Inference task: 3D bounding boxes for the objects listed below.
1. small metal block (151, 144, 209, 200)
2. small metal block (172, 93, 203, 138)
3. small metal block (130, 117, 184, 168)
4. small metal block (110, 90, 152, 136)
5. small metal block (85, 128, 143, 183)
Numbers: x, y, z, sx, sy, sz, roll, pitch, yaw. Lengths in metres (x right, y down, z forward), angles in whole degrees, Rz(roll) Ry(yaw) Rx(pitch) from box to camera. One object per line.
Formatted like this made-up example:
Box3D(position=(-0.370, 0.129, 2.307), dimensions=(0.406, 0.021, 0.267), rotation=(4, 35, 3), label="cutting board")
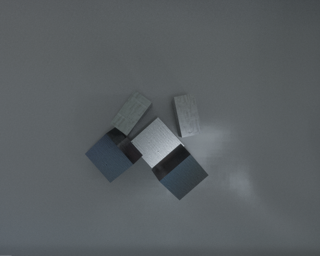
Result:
Box3D(position=(0.026, 0.057, 0.397), dimensions=(0.050, 0.025, 0.050), rotation=(-41, 127, -1), label="small metal block")
Box3D(position=(0.033, -0.015, 0.397), dimensions=(0.025, 0.050, 0.050), rotation=(-11, 90, -1), label="small metal block")
Box3D(position=(-0.004, 0.021, 0.409), dimensions=(0.050, 0.025, 0.050), rotation=(-42, 91, 0), label="small metal block")
Box3D(position=(-0.035, -0.018, 0.396), dimensions=(0.025, 0.050, 0.050), rotation=(37, 90, 0), label="small metal block")
Box3D(position=(-0.060, 0.034, 0.398), dimensions=(0.050, 0.025, 0.050), rotation=(49, 123, -1), label="small metal block")
